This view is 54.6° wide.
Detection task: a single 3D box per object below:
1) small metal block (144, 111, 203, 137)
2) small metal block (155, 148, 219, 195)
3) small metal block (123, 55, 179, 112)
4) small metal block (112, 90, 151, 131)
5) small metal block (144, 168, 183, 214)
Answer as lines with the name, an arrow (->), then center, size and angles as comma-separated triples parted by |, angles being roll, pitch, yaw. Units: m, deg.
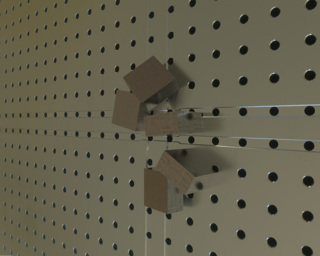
small metal block -> 0.017, -0.004, 0.380 | 0.050, 0.050, 0.025 | -8, 85, 40
small metal block -> 0.032, 0.050, 0.367 | 0.050, 0.050, 0.025 | 39, 114, 33
small metal block -> -0.012, -0.058, 0.404 | 0.050, 0.025, 0.050 | -37, 62, -5
small metal block -> -0.040, -0.025, 0.443 | 0.050, 0.025, 0.050 | 17, 101, 39
small metal block -> 0.004, 0.079, 0.401 | 0.050, 0.025, 0.050 | 1, 91, 52
